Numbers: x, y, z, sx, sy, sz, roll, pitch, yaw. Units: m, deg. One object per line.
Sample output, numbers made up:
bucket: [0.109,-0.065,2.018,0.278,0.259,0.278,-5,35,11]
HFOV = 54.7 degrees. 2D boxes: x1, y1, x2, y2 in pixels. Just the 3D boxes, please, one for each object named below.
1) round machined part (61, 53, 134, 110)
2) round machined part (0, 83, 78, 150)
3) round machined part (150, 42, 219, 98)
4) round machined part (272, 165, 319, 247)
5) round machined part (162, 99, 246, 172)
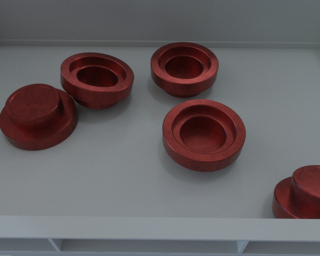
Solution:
round machined part: [-0.088,-0.063,0.436,0.099,0.042,0.098,10,41,-8]
round machined part: [-0.162,-0.021,0.411,0.099,0.042,0.098,0,50,0]
round machined part: [0.035,-0.083,0.464,0.099,0.042,0.098,0,50,0]
round machined part: [0.166,0.071,0.309,0.099,0.042,0.098,-1,22,1]
round machined part: [0.052,0.013,0.383,0.099,0.042,0.098,0,50,0]
